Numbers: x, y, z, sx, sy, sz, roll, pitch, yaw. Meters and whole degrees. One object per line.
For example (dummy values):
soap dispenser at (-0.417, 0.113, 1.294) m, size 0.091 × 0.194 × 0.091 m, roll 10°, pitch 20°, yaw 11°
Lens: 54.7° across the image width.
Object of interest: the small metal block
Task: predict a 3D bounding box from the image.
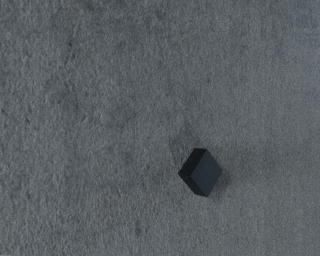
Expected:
small metal block at (0.061, 0.065, 0.458) m, size 0.050 × 0.025 × 0.050 m, roll 52°, pitch 60°, yaw -28°
